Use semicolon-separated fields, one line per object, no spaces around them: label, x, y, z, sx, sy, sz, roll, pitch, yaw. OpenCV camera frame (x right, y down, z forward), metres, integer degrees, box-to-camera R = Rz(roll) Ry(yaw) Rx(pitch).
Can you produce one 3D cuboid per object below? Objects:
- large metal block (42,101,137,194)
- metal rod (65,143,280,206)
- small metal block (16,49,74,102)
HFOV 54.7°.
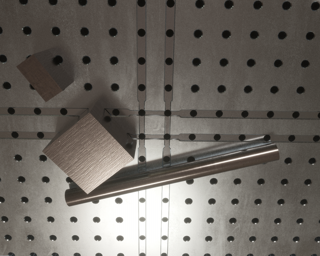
large metal block;-0.089;0.025;0.408;0.080;0.050;0.080;-38;106;12
metal rod;0.014;0.067;0.438;0.302;0.025;0.025;-13;110;4
small metal block;-0.137;-0.064;0.374;0.025;0.050;0.050;-32;107;11
